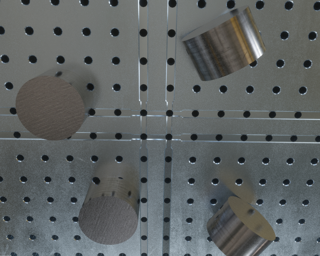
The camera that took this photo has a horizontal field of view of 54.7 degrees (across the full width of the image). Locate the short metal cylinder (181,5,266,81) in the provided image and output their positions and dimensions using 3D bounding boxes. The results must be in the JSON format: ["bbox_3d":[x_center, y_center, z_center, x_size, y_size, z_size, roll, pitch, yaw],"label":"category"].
[{"bbox_3d":[0.071,-0.095,0.350,0.080,0.080,0.050,-27,108,9],"label":"short metal cylinder"}]

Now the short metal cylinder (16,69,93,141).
[{"bbox_3d":[-0.129,-0.031,0.387,0.081,0.050,0.079,0,110,0],"label":"short metal cylinder"}]

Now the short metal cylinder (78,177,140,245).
[{"bbox_3d":[-0.070,0.118,0.443,0.081,0.050,0.079,0,110,0],"label":"short metal cylinder"}]

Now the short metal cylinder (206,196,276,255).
[{"bbox_3d":[0.114,0.143,0.438,0.080,0.080,0.050,32,107,-11],"label":"short metal cylinder"}]
